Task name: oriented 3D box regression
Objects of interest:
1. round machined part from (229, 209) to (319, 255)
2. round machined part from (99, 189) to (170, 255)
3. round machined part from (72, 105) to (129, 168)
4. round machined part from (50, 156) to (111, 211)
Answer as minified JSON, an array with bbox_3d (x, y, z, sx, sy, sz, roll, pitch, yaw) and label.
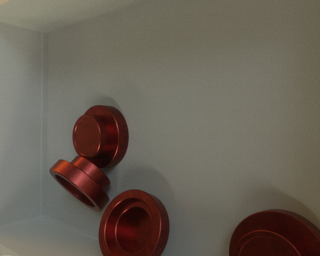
[{"bbox_3d":[0.111,0.130,0.298,0.098,0.042,0.097,-6,80,38],"label":"round machined part"},{"bbox_3d":[-0.029,0.133,0.405,0.098,0.042,0.098,-16,58,28],"label":"round machined part"},{"bbox_3d":[-0.097,0.013,0.476,0.098,0.042,0.097,0,90,40],"label":"round machined part"},{"bbox_3d":[-0.114,0.079,0.468,0.098,0.042,0.098,29,152,18],"label":"round machined part"}]
